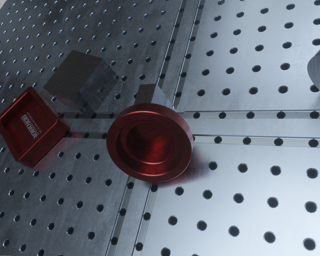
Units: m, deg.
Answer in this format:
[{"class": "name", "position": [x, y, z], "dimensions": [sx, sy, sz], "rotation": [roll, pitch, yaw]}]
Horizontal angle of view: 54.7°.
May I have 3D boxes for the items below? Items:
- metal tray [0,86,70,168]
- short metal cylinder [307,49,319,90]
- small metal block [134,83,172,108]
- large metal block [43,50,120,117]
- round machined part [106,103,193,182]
[{"class": "metal tray", "position": [-0.219, -0.006, 0.523], "dimensions": [0.090, 0.030, 0.130], "rotation": [-46, 51, -4]}, {"class": "short metal cylinder", "position": [0.198, -0.061, 0.306], "dimensions": [0.050, 0.080, 0.080], "rotation": [-47, 51, -5]}, {"class": "small metal block", "position": [-0.011, -0.024, 0.412], "dimensions": [0.025, 0.050, 0.050], "rotation": [0, 62, 28]}, {"class": "large metal block", "position": [-0.127, -0.074, 0.505], "dimensions": [0.080, 0.050, 0.080], "rotation": [23, 74, 36]}, {"class": "round machined part", "position": [-0.010, 0.013, 0.367], "dimensions": [0.098, 0.098, 0.042], "rotation": [-15, 27, 19]}]
